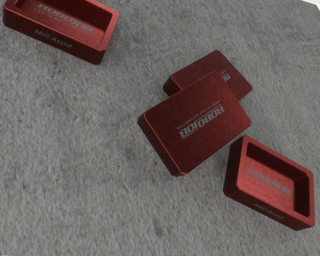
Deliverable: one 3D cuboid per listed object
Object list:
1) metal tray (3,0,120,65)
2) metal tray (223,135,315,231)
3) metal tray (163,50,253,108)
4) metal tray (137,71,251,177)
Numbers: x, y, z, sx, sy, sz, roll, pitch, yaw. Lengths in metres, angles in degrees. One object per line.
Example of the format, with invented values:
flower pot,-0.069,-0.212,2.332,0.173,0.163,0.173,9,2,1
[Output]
metal tray,-0.129,-0.150,0.423,0.131,0.030,0.090,22,53,-15
metal tray,0.158,0.077,0.440,0.131,0.030,0.090,28,52,-11
metal tray,0.078,-0.062,0.483,0.090,0.030,0.131,50,51,6
metal tray,0.048,-0.008,0.407,0.131,0.030,0.090,-33,89,-26
